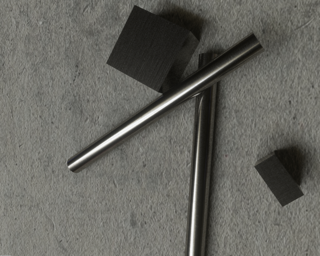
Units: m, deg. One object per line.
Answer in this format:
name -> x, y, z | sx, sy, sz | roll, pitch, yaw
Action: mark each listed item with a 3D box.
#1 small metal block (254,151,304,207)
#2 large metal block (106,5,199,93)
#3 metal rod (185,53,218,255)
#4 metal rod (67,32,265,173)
small metal block -> 0.133, 0.055, 0.349 | 0.025, 0.050, 0.050 | -36, 79, 16
large metal block -> -0.008, -0.097, 0.398 | 0.080, 0.050, 0.080 | 31, 100, 17
metal rod -> 0.051, 0.058, 0.390 | 0.025, 0.025, 0.298 | 4, 91, 19
metal rod -> -0.009, -0.019, 0.393 | 0.300, 0.025, 0.025 | -33, 80, 23
